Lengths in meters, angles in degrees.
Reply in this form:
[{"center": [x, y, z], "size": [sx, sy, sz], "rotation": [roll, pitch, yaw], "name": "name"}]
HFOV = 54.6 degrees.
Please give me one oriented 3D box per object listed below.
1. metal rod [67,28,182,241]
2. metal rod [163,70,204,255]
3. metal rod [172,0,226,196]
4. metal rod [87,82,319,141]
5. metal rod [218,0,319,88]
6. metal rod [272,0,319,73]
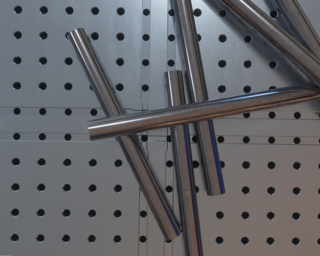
[{"center": [-0.047, 0.008, 0.413], "size": [0.025, 0.025, 0.299], "rotation": [-26, 90, 0], "name": "metal rod"}, {"center": [0.034, 0.074, 0.413], "size": [0.025, 0.025, 0.298], "rotation": [-7, 90, 0], "name": "metal rod"}, {"center": [0.049, -0.060, 0.413], "size": [0.025, 0.025, 0.299], "rotation": [-10, 90, 0], "name": "metal rod"}, {"center": [0.064, -0.023, 0.388], "size": [0.302, 0.025, 0.025], "rotation": [-10, 90, -10], "name": "metal rod"}, {"center": [0.149, -0.119, 0.400], "size": [0.300, 0.025, 0.025], "rotation": [43, 90, 5], "name": "metal rod"}, {"center": [0.210, -0.098, 0.414], "size": [0.025, 0.025, 0.299], "rotation": [-31, 90, 0], "name": "metal rod"}]
